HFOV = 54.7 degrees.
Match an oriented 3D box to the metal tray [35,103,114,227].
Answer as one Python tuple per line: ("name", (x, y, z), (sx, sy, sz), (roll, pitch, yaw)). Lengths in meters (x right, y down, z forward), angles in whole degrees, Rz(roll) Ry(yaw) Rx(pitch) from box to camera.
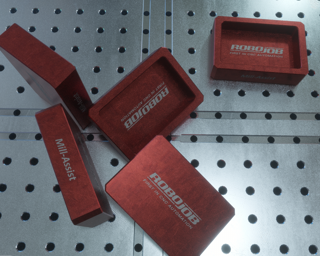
("metal tray", (-0.096, 0.046, 0.359), (0.030, 0.090, 0.130), (-23, 72, -8))

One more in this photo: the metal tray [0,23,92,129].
("metal tray", (-0.130, -0.055, 0.375), (0.090, 0.130, 0.030), (36, 74, 12))

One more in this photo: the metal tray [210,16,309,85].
("metal tray", (0.142, -0.114, 0.452), (0.131, 0.030, 0.090), (5, 70, 1))

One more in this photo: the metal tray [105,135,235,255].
("metal tray", (0.011, 0.084, 0.362), (0.130, 0.030, 0.090), (46, 75, -1))

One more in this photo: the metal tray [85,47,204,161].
("metal tray", (-0.017, -0.029, 0.398), (0.130, 0.030, 0.090), (-44, 106, -15))
